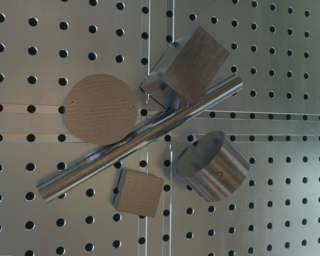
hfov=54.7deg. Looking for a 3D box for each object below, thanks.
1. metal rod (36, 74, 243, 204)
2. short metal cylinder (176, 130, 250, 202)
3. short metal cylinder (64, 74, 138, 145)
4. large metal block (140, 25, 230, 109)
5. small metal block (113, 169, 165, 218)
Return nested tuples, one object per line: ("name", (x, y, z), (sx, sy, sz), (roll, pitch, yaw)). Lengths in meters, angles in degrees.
("metal rod", (-0.013, 0.005, 0.405), (0.302, 0.025, 0.025), (-30, 100, -18))
("short metal cylinder", (0.068, 0.049, 0.405), (0.050, 0.080, 0.080), (45, 76, -15))
("short metal cylinder", (-0.072, -0.021, 0.369), (0.081, 0.050, 0.079), (0, 90, -20))
("large metal block", (0.028, -0.071, 0.390), (0.050, 0.080, 0.080), (38, 78, -16))
("small metal block", (-0.028, 0.084, 0.399), (0.050, 0.025, 0.050), (16, 85, -20))
